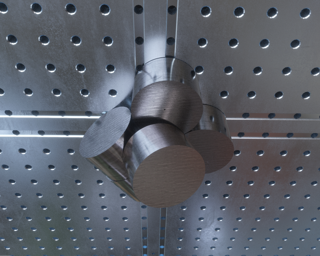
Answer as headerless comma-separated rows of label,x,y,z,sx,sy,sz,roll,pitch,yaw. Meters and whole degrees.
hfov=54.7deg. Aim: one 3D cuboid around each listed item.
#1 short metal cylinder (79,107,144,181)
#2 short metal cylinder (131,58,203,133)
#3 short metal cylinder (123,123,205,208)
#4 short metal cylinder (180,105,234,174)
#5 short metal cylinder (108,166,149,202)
short metal cylinder,-0.054,0.019,0.391,0.080,0.080,0.050,-27,125,21
short metal cylinder,0.008,-0.035,0.364,0.081,0.050,0.079,0,130,0
short metal cylinder,0.003,0.041,0.346,0.081,0.050,0.079,-9,119,-16
short metal cylinder,0.053,0.016,0.408,0.081,0.050,0.079,0,130,0
short metal cylinder,-0.027,0.052,0.419,0.080,0.080,0.050,-27,125,20
